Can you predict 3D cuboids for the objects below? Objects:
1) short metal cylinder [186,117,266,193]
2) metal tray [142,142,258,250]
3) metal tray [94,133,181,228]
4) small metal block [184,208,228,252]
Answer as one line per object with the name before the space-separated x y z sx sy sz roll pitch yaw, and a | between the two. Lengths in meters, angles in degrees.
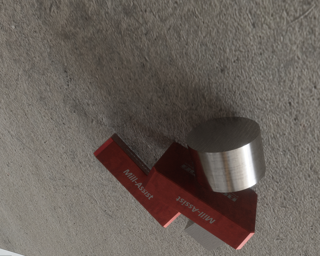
short metal cylinder | 0.075 0.027 0.349 0.080 0.080 0.050 -2 117 29
metal tray | 0.053 0.077 0.381 0.130 0.090 0.030 32 115 7
metal tray | -0.030 0.066 0.423 0.030 0.090 0.130 -43 96 -2
small metal block | 0.073 0.150 0.461 0.050 0.025 0.050 41 129 0
